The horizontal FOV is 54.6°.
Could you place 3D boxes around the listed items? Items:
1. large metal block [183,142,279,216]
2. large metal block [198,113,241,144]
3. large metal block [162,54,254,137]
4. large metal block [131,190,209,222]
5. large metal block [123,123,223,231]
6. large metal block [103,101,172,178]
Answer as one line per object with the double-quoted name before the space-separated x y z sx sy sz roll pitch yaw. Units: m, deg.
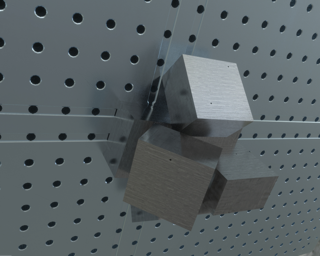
"large metal block" 0.085 0.060 0.393 0.081 0.080 0.050 1 118 -29
"large metal block" 0.057 0.021 0.438 0.081 0.050 0.079 3 117 -30
"large metal block" 0.056 -0.036 0.374 0.081 0.080 0.050 2 156 -29
"large metal block" 0.011 0.101 0.436 0.081 0.050 0.080 2 162 -29
"large metal block" 0.014 0.051 0.339 0.080 0.050 0.079 21 115 11
"large metal block" -0.017 0.017 0.396 0.081 0.050 0.080 7 115 -32
